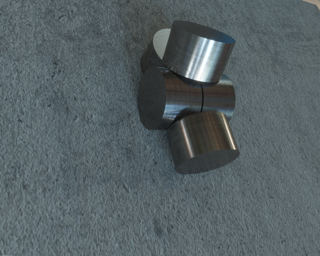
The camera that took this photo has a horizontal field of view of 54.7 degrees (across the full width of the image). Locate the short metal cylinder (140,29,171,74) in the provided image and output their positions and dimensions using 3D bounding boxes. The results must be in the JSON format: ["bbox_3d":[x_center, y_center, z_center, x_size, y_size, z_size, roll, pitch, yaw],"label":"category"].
[{"bbox_3d":[0.016,-0.100,0.462,0.081,0.050,0.080,14,56,-21],"label":"short metal cylinder"}]

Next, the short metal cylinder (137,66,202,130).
[{"bbox_3d":[0.010,-0.037,0.400,0.050,0.080,0.080,1,62,-28],"label":"short metal cylinder"}]

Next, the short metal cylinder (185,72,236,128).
[{"bbox_3d":[0.057,-0.037,0.425,0.050,0.080,0.080,0,62,-28],"label":"short metal cylinder"}]

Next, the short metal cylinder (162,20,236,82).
[{"bbox_3d":[0.048,-0.098,0.392,0.081,0.050,0.080,14,29,-7],"label":"short metal cylinder"}]

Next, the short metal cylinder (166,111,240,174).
[{"bbox_3d":[0.053,0.020,0.388,0.081,0.080,0.050,0,62,-29],"label":"short metal cylinder"}]
